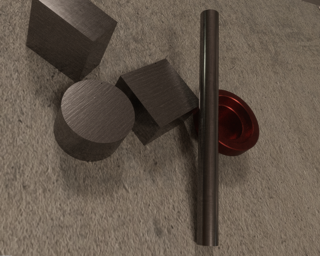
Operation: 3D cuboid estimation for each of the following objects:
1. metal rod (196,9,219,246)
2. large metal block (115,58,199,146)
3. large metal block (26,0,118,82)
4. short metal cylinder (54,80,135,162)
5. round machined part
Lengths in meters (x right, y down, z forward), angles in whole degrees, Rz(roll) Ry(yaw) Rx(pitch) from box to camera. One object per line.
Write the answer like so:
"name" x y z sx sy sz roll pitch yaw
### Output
"metal rod" 0.061 -0.011 0.390 0.025 0.025 0.299 9 75 -24
"large metal block" -0.006 -0.036 0.408 0.081 0.050 0.080 -30 79 -38
"large metal block" -0.110 -0.115 0.380 0.080 0.080 0.050 37 51 -4
"short metal cylinder" -0.075 -0.008 0.353 0.081 0.050 0.080 14 56 -21
"round machined part" 0.090 -0.004 0.446 0.099 0.042 0.098 14 56 -21
